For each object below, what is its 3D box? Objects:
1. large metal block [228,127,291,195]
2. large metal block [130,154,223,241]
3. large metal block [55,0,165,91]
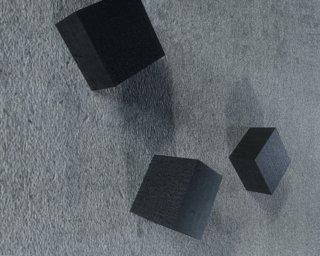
[{"bbox_3d":[0.174,0.055,0.534,0.080,0.050,0.080,-47,118,-30],"label":"large metal block"},{"bbox_3d":[0.020,0.082,0.385,0.050,0.080,0.080,36,68,-34],"label":"large metal block"},{"bbox_3d":[-0.052,-0.097,0.344,0.080,0.050,0.080,-40,114,-33],"label":"large metal block"}]
